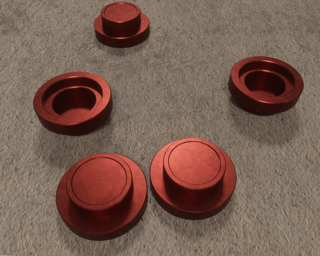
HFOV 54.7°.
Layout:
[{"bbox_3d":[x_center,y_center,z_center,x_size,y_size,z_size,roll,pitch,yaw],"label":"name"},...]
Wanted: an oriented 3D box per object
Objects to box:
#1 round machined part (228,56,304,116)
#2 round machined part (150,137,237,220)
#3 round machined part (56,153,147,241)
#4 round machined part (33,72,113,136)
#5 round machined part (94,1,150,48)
[{"bbox_3d":[0.147,-0.055,0.441,0.099,0.042,0.098,0,50,0],"label":"round machined part"},{"bbox_3d":[0.037,0.049,0.351,0.099,0.042,0.098,0,50,0],"label":"round machined part"},{"bbox_3d":[-0.063,0.066,0.336,0.099,0.042,0.098,0,50,0],"label":"round machined part"},{"bbox_3d":[-0.112,-0.028,0.414,0.099,0.042,0.098,0,50,0],"label":"round machined part"},{"bbox_3d":[-0.068,-0.188,0.550,0.099,0.042,0.098,0,50,0],"label":"round machined part"}]
